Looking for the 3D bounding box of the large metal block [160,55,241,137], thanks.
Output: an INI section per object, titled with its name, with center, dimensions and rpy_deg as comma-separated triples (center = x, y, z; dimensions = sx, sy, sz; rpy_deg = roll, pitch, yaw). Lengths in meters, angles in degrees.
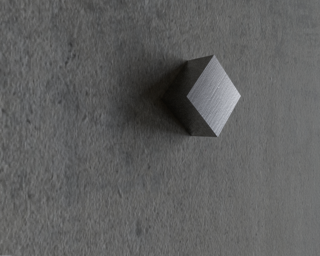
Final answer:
[large metal block]
center = 0.060, -0.044, 0.441
dimensions = 0.080, 0.050, 0.080
rpy_deg = 49, 61, -29
